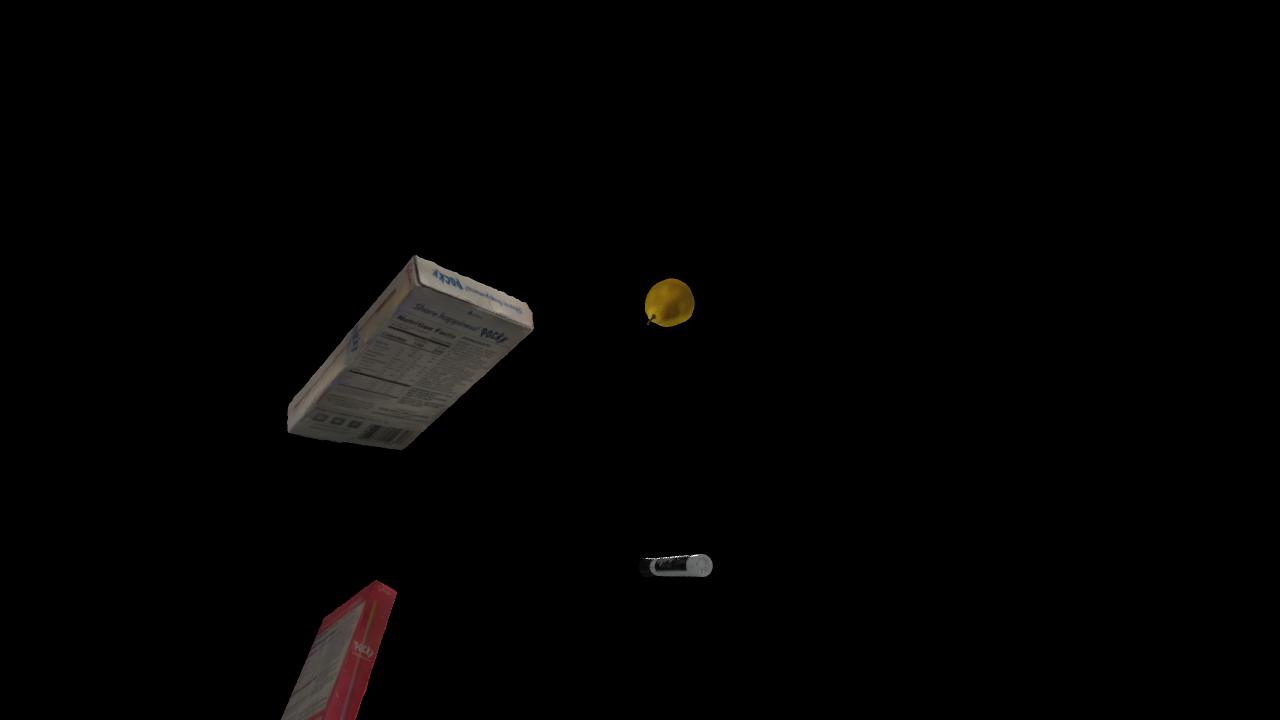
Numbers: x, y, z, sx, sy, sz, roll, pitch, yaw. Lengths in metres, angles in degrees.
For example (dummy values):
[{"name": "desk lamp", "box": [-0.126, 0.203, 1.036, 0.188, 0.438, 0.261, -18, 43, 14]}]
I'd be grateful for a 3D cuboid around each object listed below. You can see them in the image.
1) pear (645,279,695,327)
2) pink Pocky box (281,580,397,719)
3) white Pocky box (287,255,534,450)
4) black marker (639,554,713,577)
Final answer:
[{"name": "pear", "box": [0.039, -0.082, 0.939, 0.080, 0.080, 0.111, 0, 17, 18]}, {"name": "pink Pocky box", "box": [-0.264, 0.275, 0.527, 0.084, 0.029, 0.155, -38, 27, 18]}, {"name": "white Pocky box", "box": [-0.148, 0.005, 0.393, 0.154, 0.028, 0.084, -39, -37, 25]}, {"name": "black marker", "box": [0.030, 0.195, 0.580, 0.020, 0.020, 0.121, 0, -18, -26]}]
